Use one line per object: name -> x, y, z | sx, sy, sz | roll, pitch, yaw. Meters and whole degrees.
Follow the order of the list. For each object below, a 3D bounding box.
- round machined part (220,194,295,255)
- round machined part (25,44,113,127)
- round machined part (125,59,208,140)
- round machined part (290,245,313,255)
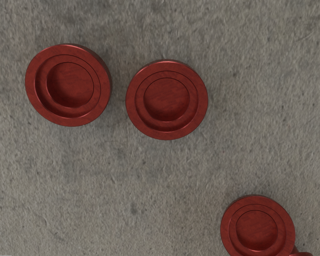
round machined part -> 0.137, 0.144, 0.442 | 0.098, 0.042, 0.097 | -1, 85, 13
round machined part -> -0.107, -0.054, 0.379 | 0.099, 0.042, 0.097 | 0, 110, -1
round machined part -> 0.008, -0.037, 0.387 | 0.099, 0.042, 0.097 | 0, 110, -1
round machined part -> 0.184, 0.210, 0.467 | 0.099, 0.042, 0.097 | -10, 135, -10
